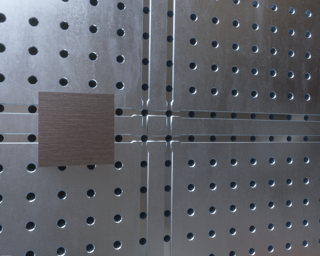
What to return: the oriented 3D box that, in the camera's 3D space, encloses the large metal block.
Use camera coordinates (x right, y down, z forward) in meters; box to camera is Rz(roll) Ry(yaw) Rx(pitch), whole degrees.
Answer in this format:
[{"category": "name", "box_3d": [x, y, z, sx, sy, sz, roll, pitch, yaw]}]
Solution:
[{"category": "large metal block", "box_3d": [-0.099, 0.001, 0.363, 0.081, 0.050, 0.080, 0, 90, -20]}]
